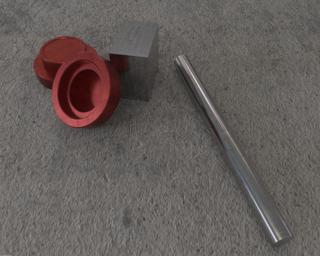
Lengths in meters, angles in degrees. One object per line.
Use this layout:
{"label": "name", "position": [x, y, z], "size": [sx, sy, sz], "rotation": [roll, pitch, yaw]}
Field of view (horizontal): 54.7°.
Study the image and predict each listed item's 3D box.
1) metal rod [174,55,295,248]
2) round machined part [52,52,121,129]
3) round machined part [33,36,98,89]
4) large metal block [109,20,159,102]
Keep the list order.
{"label": "metal rod", "position": [0.078, 0.004, 0.400], "size": [0.025, 0.025, 0.300], "rotation": [-13, 51, -11]}
{"label": "round machined part", "position": [-0.091, -0.047, 0.409], "size": [0.098, 0.042, 0.097], "rotation": [-2, 85, 28]}
{"label": "round machined part", "position": [-0.146, -0.106, 0.480], "size": [0.099, 0.042, 0.098], "rotation": [0, 50, 0]}
{"label": "large metal block", "position": [-0.034, -0.097, 0.449], "size": [0.050, 0.080, 0.080], "rotation": [7, 51, 6]}
